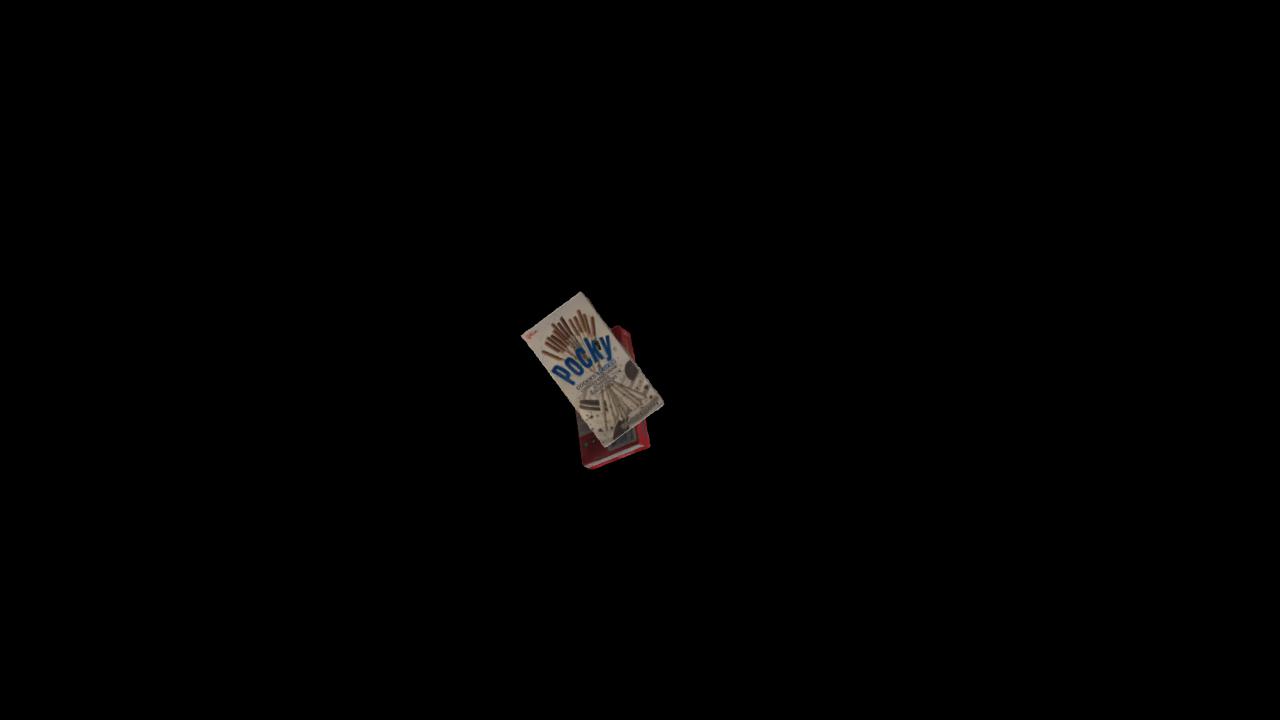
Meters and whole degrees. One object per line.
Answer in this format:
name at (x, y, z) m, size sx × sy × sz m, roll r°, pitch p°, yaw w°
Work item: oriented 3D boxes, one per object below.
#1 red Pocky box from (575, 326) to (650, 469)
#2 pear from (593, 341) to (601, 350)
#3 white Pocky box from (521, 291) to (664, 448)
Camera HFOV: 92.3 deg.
red Pocky box at (-0.039, 0.043, 0.725) m, size 0.083 × 0.155 × 0.028 m, roll -25°, pitch -31°, yaw 26°
pear at (-0.047, 0.010, 0.697) m, size 0.080 × 0.080 × 0.111 m, roll 0°, pitch -24°, yaw -23°
white Pocky box at (-0.051, 0.010, 0.674) m, size 0.084 × 0.154 × 0.028 m, roll -37°, pitch 2°, yaw -1°
